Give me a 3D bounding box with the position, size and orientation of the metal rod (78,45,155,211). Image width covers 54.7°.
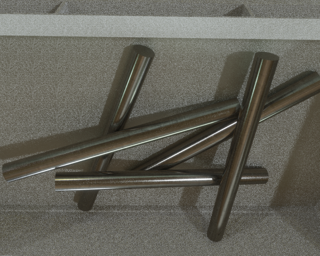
[{"bbox_3d":[-0.071,0.022,0.426,0.025,0.025,0.298,16,128,-14],"label":"metal rod"}]

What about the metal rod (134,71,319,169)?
[{"bbox_3d":[0.069,0.014,0.420,0.300,0.025,0.025,-30,124,23],"label":"metal rod"}]

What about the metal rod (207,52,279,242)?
[{"bbox_3d":[0.100,0.047,0.408,0.025,0.025,0.298,4,124,-3],"label":"metal rod"}]

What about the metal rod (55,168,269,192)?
[{"bbox_3d":[0.012,0.071,0.437,0.302,0.025,0.025,1,131,-14],"label":"metal rod"}]

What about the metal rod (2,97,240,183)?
[{"bbox_3d":[-0.047,0.015,0.389,0.302,0.025,0.025,-16,129,0],"label":"metal rod"}]
